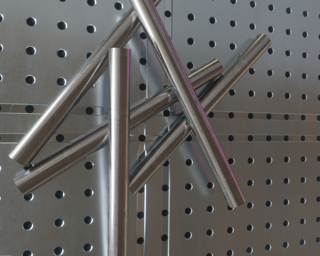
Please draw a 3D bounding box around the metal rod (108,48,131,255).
[{"bbox_3d":[-0.050,0.057,0.374,0.025,0.025,0.298,-1,98,-20],"label":"metal rod"}]

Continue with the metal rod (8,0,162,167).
[{"bbox_3d":[-0.076,-0.082,0.384,0.025,0.025,0.300,39,77,-16],"label":"metal rod"}]

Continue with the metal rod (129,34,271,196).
[{"bbox_3d":[0.059,-0.028,0.435,0.301,0.025,0.025,-47,105,-14],"label":"metal rod"}]

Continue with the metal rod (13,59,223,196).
[{"bbox_3d":[-0.039,-0.011,0.398,0.302,0.025,0.025,-33,101,-17],"label":"metal rod"}]

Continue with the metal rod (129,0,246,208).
[{"bbox_3d":[0.040,-0.030,0.400,0.025,0.025,0.299,-30,100,-18],"label":"metal rod"}]
